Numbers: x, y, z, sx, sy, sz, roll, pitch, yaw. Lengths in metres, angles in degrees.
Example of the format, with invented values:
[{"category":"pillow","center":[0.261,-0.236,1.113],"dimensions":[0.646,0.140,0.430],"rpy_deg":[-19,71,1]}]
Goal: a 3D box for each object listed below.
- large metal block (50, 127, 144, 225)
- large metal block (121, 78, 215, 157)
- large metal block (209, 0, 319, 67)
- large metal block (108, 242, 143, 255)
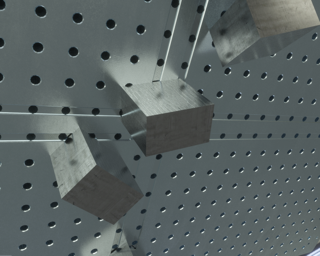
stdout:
[{"category":"large metal block","center":[-0.076,0.056,0.368],"dimensions":[0.050,0.080,0.080],"rpy_deg":[-45,129,3]},{"category":"large metal block","center":[0.006,-0.017,0.368],"dimensions":[0.081,0.080,0.050],"rpy_deg":[-11,123,-22]},{"category":"large metal block","center":[0.116,-0.116,0.358],"dimensions":[0.081,0.080,0.050],"rpy_deg":[-17,85,-19]},{"category":"large metal block","center":[-0.060,0.250,0.516],"dimensions":[0.080,0.050,0.080],"rpy_deg":[-36,129,-4]}]
